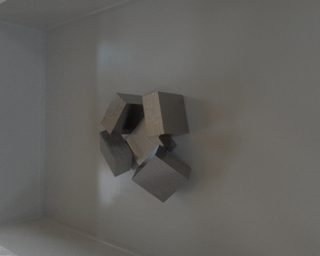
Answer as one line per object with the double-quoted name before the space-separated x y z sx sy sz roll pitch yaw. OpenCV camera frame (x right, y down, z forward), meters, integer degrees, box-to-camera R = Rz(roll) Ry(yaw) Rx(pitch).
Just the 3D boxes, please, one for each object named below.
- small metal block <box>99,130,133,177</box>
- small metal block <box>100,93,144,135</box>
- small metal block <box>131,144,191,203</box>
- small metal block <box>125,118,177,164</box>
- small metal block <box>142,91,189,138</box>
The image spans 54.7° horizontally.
"small metal block" -0.063 0.034 0.439 0.050 0.025 0.050 56 155 24
"small metal block" -0.045 -0.019 0.423 0.025 0.050 0.050 44 116 31
"small metal block" 0.002 0.057 0.384 0.050 0.025 0.050 38 119 -8
"small metal block" -0.014 0.021 0.413 0.050 0.025 0.050 -49 61 28
"small metal block" 0.007 -0.015 0.380 0.025 0.050 0.050 -14 81 38
